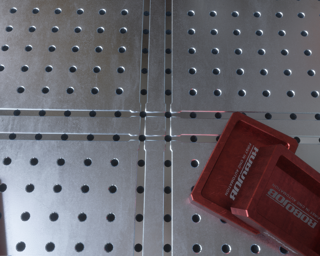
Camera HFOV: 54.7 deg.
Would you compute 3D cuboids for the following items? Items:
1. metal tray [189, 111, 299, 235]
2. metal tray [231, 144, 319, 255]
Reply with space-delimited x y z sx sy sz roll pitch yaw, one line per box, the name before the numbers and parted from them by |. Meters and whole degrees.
metal tray | 0.105 0.054 0.390 0.090 0.030 0.130 28 72 9
metal tray | 0.155 0.089 0.352 0.130 0.030 0.090 35 72 -12
